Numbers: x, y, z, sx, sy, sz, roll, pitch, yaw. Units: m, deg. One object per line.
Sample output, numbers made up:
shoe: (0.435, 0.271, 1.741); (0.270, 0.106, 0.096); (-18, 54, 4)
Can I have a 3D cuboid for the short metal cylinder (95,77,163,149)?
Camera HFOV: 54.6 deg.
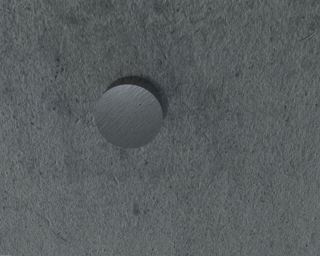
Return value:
short metal cylinder: (-0.037, -0.021, 0.388); (0.080, 0.050, 0.079); (0, 110, 0)
